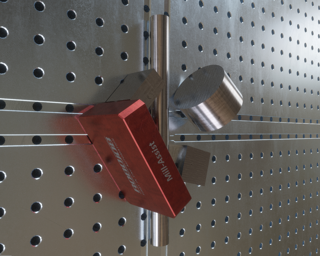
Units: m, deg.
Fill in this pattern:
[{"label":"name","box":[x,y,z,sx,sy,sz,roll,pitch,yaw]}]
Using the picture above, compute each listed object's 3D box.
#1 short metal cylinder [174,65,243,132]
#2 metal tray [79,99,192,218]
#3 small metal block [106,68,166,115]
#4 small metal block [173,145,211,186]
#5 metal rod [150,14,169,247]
[{"label":"short metal cylinder","box":[0.067,-0.041,0.431,0.050,0.080,0.080,46,63,-31]},{"label":"metal tray","box":[-0.028,0.034,0.344,0.030,0.090,0.129,-40,115,-33]},{"label":"small metal block","box":[-0.029,-0.042,0.369,0.025,0.050,0.050,49,61,-29]},{"label":"small metal block","box":[0.043,0.054,0.449,0.050,0.025,0.050,19,78,-39]},{"label":"metal rod","box":[-0.001,0.003,0.410,0.025,0.025,0.298,0,90,-40]}]
